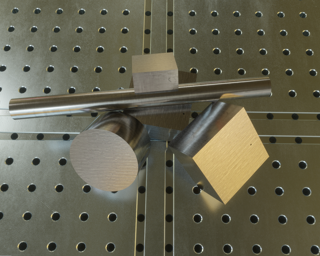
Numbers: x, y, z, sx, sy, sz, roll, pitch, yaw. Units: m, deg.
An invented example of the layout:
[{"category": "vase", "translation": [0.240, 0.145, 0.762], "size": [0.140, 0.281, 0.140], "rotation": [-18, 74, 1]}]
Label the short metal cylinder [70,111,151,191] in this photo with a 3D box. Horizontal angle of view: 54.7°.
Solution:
[{"category": "short metal cylinder", "translation": [-0.056, 0.026, 0.362], "size": [0.080, 0.079, 0.050], "rotation": [18, 28, 6]}]

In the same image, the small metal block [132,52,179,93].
[{"category": "small metal block", "translation": [-0.007, -0.066, 0.366], "size": [0.050, 0.025, 0.050], "rotation": [-5, 35, -2]}]

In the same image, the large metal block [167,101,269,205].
[{"category": "large metal block", "translation": [0.070, 0.027, 0.363], "size": [0.080, 0.050, 0.080], "rotation": [-43, 120, -14]}]

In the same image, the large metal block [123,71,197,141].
[{"category": "large metal block", "translation": [0.000, -0.031, 0.406], "size": [0.080, 0.050, 0.080], "rotation": [10, 70, 3]}]

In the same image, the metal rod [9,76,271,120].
[{"category": "metal rod", "translation": [-0.021, -0.036, 0.368], "size": [0.302, 0.025, 0.025], "rotation": [-5, 70, -2]}]
